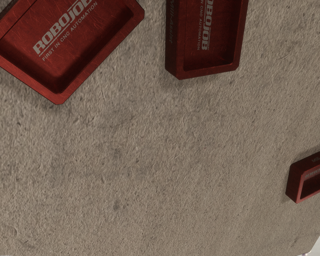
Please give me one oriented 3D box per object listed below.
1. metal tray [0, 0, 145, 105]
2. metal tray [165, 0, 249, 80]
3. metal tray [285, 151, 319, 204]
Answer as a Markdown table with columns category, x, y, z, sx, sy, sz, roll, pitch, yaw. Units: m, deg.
| category | x | y | z | sx | sy | sz | roll | pitch | yaw |
| --- | --- | --- | --- | --- | --- | --- | --- | --- | --- |
| metal tray | -0.090 | -0.096 | 0.295 | 0.130 | 0.030 | 0.090 | -46 | 130 | 3 |
| metal tray | 0.054 | -0.126 | 0.356 | 0.091 | 0.030 | 0.129 | -13 | 124 | -22 |
| metal tray | 0.328 | 0.095 | 0.645 | 0.131 | 0.030 | 0.089 | -19 | 126 | -18 |
